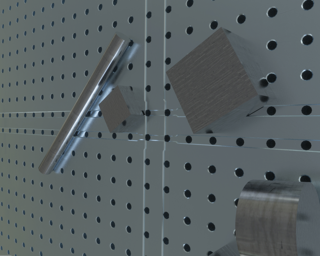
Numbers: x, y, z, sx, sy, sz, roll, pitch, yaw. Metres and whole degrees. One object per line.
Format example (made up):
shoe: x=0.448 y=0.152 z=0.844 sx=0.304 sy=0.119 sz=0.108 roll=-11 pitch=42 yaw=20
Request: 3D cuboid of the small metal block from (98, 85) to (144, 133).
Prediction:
small metal block: x=-0.058 y=-0.027 z=0.455 sx=0.050 sy=0.025 sz=0.050 roll=-39 pitch=67 yaw=33

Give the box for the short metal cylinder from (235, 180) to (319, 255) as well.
short metal cylinder: x=0.110 y=0.088 z=0.282 sx=0.050 sy=0.081 sz=0.080 roll=-5 pitch=87 yaw=39

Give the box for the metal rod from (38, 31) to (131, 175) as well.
metal rod: x=-0.135 y=-0.027 z=0.517 sx=0.025 sy=0.025 sz=0.298 roll=52 pitch=120 yaw=27

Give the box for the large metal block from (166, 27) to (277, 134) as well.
large metal block: x=0.065 y=-0.047 z=0.339 sx=0.080 sy=0.050 sz=0.080 roll=-35 pitch=69 yaw=34

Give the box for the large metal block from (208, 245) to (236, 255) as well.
large metal block: x=0.063 y=0.181 z=0.320 sx=0.080 sy=0.081 sz=0.050 roll=47 pitch=118 yaw=29
